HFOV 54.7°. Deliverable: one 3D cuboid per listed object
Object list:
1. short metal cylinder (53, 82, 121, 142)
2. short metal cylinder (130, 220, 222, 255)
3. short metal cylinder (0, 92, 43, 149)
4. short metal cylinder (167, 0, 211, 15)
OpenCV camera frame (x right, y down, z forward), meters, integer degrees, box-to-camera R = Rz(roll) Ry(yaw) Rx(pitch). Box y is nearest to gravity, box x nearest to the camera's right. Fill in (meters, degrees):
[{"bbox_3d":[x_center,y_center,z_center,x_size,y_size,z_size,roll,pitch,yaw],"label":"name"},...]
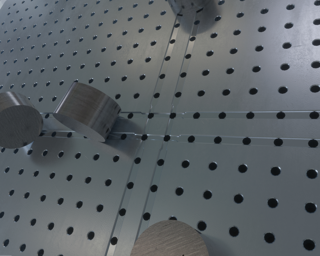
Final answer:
[{"bbox_3d":[-0.102,-0.021,0.440,0.080,0.080,0.050,13,69,33],"label":"short metal cylinder"},{"bbox_3d":[0.017,0.135,0.300,0.080,0.050,0.080,-13,56,21],"label":"short metal cylinder"},{"bbox_3d":[-0.241,-0.013,0.508,0.080,0.080,0.050,-47,51,-5],"label":"short metal cylinder"},{"bbox_3d":[0.045,-0.237,0.514,0.080,0.050,0.080,-13,56,21],"label":"short metal cylinder"}]
